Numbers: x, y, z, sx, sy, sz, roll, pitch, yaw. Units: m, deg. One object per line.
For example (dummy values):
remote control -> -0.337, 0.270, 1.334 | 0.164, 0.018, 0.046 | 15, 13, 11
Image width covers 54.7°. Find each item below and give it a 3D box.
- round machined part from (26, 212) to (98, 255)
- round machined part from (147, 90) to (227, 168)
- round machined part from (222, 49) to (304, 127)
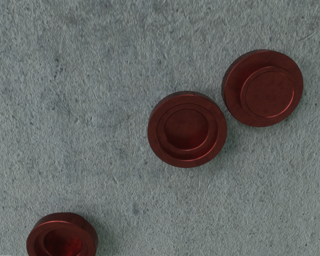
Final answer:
round machined part -> -0.141, 0.166, 0.460 | 0.099, 0.042, 0.097 | 0, 110, 0
round machined part -> 0.034, -0.001, 0.400 | 0.099, 0.042, 0.097 | 0, 110, 0
round machined part -> 0.129, -0.046, 0.385 | 0.099, 0.042, 0.097 | 0, 110, 0
